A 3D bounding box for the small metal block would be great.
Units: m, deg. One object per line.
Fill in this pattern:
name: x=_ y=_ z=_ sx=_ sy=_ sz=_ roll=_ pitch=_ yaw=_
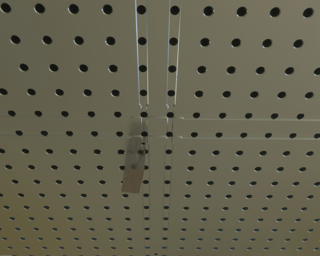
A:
small metal block: x=-0.038 y=0.057 z=0.443 sx=0.025 sy=0.050 sz=0.050 roll=8 pitch=130 yaw=-7
